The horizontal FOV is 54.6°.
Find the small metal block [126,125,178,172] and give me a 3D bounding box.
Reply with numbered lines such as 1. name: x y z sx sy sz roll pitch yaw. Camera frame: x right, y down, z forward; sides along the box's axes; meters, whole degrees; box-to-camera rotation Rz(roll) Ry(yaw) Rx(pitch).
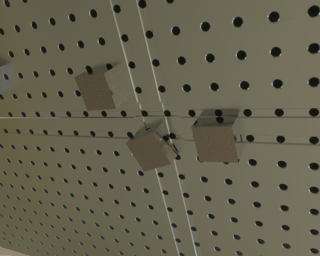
1. small metal block: -0.011 0.029 0.436 0.050 0.025 0.050 -21 108 36

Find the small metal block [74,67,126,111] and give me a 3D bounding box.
1. small metal block: -0.081 -0.053 0.422 0.050 0.025 0.050 -2 118 29

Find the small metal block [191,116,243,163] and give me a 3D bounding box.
1. small metal block: 0.071 0.014 0.383 0.050 0.025 0.050 -1 118 29

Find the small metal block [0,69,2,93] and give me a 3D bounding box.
1. small metal block: -0.294 -0.085 0.515 0.050 0.025 0.050 26 128 12
